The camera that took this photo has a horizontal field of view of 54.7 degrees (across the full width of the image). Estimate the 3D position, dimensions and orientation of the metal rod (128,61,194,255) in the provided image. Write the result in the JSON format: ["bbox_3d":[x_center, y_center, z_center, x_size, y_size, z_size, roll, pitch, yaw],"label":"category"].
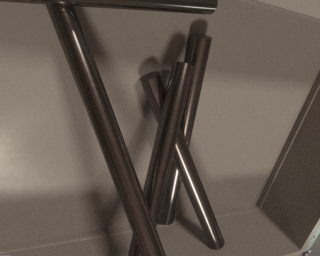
[{"bbox_3d":[-0.006,0.071,0.365,0.025,0.025,0.298,12,92,-34],"label":"metal rod"}]

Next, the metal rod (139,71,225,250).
[{"bbox_3d":[0.039,0.062,0.432,0.025,0.025,0.299,-28,117,-11],"label":"metal rod"}]

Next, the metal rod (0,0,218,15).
[{"bbox_3d":[-0.069,-0.120,0.273,0.303,0.025,0.025,-10,123,-32],"label":"metal rod"}]

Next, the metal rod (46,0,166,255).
[{"bbox_3d":[-0.048,0.019,0.318,0.025,0.025,0.298,-22,103,-16],"label":"metal rod"}]

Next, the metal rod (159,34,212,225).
[{"bbox_3d":[0.030,0.020,0.439,0.025,0.025,0.298,-6,121,-26],"label":"metal rod"}]
